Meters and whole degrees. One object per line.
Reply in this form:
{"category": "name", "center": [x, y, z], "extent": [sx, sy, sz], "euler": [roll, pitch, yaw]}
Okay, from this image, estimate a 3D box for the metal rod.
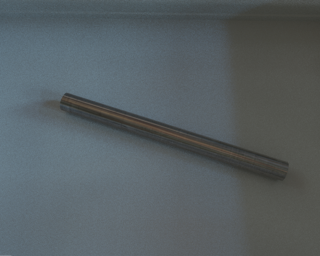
{"category": "metal rod", "center": [0.014, 0.009, 0.405], "extent": [0.301, 0.025, 0.025], "euler": [18, 71, 6]}
